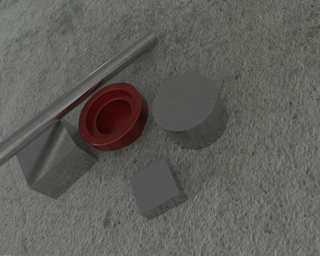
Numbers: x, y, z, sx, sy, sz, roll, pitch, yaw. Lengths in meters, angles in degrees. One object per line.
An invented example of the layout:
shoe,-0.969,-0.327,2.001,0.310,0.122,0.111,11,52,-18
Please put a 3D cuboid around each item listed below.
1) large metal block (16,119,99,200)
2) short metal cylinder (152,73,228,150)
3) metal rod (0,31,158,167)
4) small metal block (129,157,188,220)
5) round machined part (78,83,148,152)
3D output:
large metal block,-0.148,0.039,0.439,0.080,0.050,0.080,-43,51,-2
short metal cylinder,0.038,-0.020,0.379,0.080,0.050,0.080,-13,56,20
metal rod,-0.115,-0.051,0.444,0.025,0.025,0.301,29,62,37
small metal block,-0.003,0.071,0.361,0.050,0.025,0.050,-30,52,8
round machined part,-0.060,-0.011,0.430,0.098,0.042,0.098,-13,56,20
